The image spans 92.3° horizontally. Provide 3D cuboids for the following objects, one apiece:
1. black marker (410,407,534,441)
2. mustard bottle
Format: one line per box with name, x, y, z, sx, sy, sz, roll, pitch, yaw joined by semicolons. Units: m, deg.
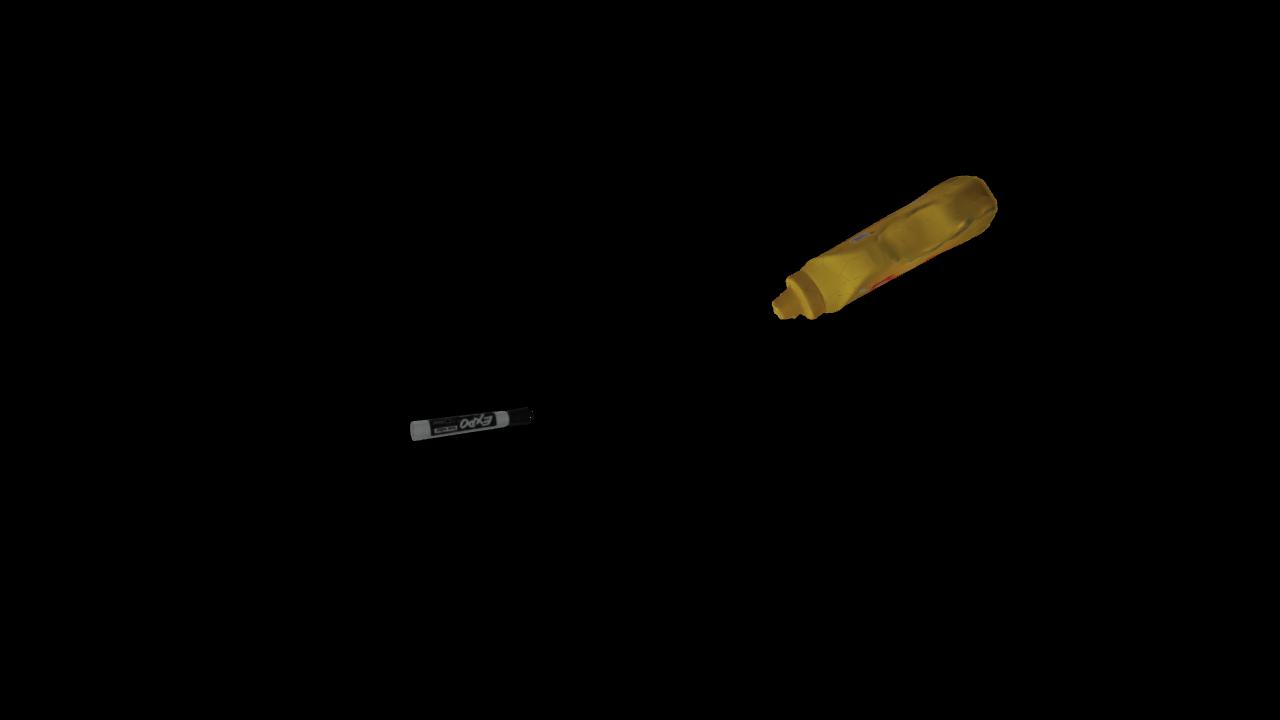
black marker;-0.163;0.062;0.608;0.121;0.020;0.020;-5;3;-32
mustard bottle;0.194;-0.085;0.519;0.184;0.054;0.092;-29;3;1
